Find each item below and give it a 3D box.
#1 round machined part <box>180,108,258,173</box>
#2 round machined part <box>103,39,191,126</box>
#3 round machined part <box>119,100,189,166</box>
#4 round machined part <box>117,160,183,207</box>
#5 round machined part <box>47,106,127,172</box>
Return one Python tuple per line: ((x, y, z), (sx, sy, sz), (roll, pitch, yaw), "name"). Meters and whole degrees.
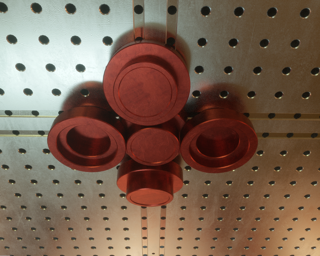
((0.075, 0.012, 0.412), (0.099, 0.042, 0.097), (-1, 130, 0), "round machined part")
((-0.015, -0.046, 0.346), (0.099, 0.042, 0.097), (0, 116, 1), "round machined part")
((-0.009, 0.012, 0.410), (0.099, 0.042, 0.097), (-1, 130, 0), "round machined part")
((-0.015, 0.085, 0.457), (0.099, 0.042, 0.098), (0, 145, 0), "round machined part")
((-0.092, 0.011, 0.408), (0.099, 0.042, 0.097), (-1, 130, 0), "round machined part")
